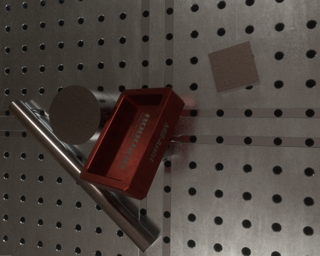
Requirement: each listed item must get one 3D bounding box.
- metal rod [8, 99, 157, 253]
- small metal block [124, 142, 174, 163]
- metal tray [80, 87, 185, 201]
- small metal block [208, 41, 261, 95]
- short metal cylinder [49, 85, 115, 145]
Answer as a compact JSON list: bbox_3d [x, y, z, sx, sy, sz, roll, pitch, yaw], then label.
[{"bbox_3d":[-0.121,0.062,0.453,0.300,0.025,0.025,42,103,14],"label":"metal rod"},{"bbox_3d":[-0.016,0.040,0.404,0.050,0.050,0.025,-35,79,16],"label":"small metal block"},{"bbox_3d":[-0.033,0.013,0.373,0.090,0.030,0.130,4,62,43],"label":"metal tray"},{"bbox_3d":[0.091,-0.072,0.380,0.050,0.025,0.050,-14,85,19],"label":"small metal block"},{"bbox_3d":[-0.106,-0.017,0.435,0.080,0.050,0.079,0,90,19],"label":"short metal cylinder"}]
